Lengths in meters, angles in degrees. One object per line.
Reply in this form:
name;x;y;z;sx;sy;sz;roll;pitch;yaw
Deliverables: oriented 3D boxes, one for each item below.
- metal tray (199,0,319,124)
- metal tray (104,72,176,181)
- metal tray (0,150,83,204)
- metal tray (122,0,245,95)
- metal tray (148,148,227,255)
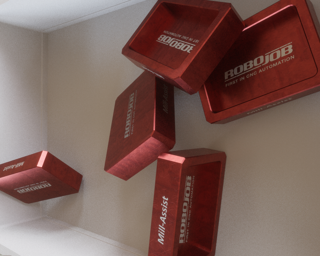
metal tray;0.099;-0.065;0.321;0.130;0.030;0.090;-21;77;38
metal tray;-0.023;-0.011;0.381;0.090;0.030;0.130;-38;34;33
metal tray;-0.208;0.086;0.518;0.130;0.090;0.030;-17;47;26
metal tray;0.018;-0.099;0.346;0.090;0.030;0.130;-54;40;1
metal tray;0.031;0.090;0.338;0.030;0.091;0.129;9;96;39
